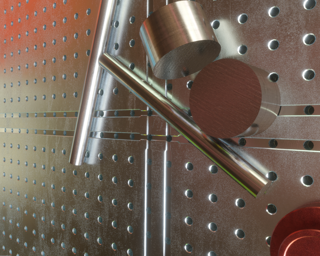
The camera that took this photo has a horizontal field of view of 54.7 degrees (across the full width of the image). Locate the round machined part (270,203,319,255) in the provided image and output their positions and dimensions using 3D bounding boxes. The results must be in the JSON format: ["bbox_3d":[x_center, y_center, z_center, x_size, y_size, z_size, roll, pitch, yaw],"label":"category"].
[{"bbox_3d":[0.147,0.120,0.277,0.098,0.042,0.097,0,90,40],"label":"round machined part"}]

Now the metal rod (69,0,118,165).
[{"bbox_3d":[-0.106,-0.083,0.497,0.025,0.025,0.298,23,105,37],"label":"metal rod"}]

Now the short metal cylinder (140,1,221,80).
[{"bbox_3d":[0.023,-0.098,0.355,0.080,0.081,0.050,-30,71,36],"label":"short metal cylinder"}]

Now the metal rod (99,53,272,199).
[{"bbox_3d":[0.012,-0.020,0.399,0.300,0.025,0.025,42,115,32],"label":"metal rod"}]

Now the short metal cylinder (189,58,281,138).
[{"bbox_3d":[0.079,-0.029,0.328,0.080,0.050,0.080,0,90,40],"label":"short metal cylinder"}]
